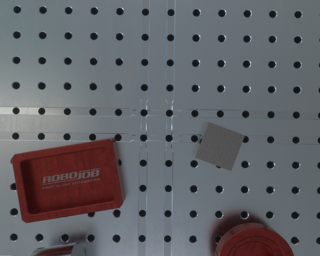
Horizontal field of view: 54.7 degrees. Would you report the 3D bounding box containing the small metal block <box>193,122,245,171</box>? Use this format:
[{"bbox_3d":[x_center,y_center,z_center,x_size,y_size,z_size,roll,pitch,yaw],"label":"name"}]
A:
[{"bbox_3d":[0.078,0.024,0.414,0.050,0.025,0.050,21,90,0],"label":"small metal block"}]

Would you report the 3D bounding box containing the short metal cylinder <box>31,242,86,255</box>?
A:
[{"bbox_3d":[-0.125,0.188,0.385,0.050,0.080,0.080,-8,90,0],"label":"short metal cylinder"}]

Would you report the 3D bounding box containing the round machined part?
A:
[{"bbox_3d":[0.120,0.172,0.406,0.099,0.042,0.097,0,90,0],"label":"round machined part"}]

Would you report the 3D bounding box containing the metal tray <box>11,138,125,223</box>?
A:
[{"bbox_3d":[-0.118,0.068,0.409,0.131,0.030,0.089,-9,90,0],"label":"metal tray"}]
